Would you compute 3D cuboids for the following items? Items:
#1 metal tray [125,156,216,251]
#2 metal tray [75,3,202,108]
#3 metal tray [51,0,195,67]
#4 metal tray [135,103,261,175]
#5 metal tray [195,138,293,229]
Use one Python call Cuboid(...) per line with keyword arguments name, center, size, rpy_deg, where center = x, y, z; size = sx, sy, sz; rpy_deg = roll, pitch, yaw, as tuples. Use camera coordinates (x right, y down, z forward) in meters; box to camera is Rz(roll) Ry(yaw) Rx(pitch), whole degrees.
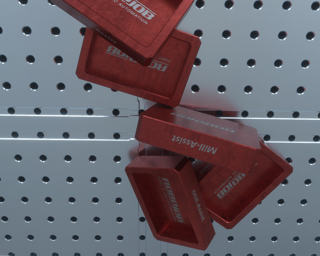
Cuboid(name="metal tray", center=(0.014, 0.101, 0.423), size=(0.090, 0.030, 0.129), rpy_deg=(-4, 115, 39))
Cuboid(name="metal tray", center=(-0.027, -0.087, 0.378), size=(0.131, 0.030, 0.089), rpy_deg=(17, 109, -7))
Cuboid(name="metal tray", center=(-0.041, -0.140, 0.330), size=(0.130, 0.030, 0.090), rpy_deg=(35, 81, -4))
Cuboid(name="metal tray", center=(0.047, 0.007, 0.364), size=(0.131, 0.090, 0.030), rpy_deg=(17, 108, 10))
Cuboid(name="metal tray", center=(0.107, 0.072, 0.438), size=(0.090, 0.030, 0.130), rpy_deg=(37, 106, -13))
